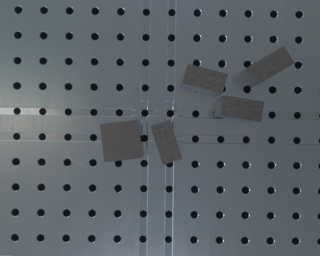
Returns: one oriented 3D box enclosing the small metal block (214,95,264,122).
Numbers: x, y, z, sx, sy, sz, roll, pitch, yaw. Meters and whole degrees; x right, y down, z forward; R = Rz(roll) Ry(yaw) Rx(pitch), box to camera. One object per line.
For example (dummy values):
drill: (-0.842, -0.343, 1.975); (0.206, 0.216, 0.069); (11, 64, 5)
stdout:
small metal block: (0.100, -0.024, 0.401); (0.050, 0.050, 0.025); (9, 90, 0)

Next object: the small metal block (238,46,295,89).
small metal block: (0.136, -0.077, 0.402); (0.050, 0.050, 0.025); (-30, 90, 0)

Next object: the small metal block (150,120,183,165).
small metal block: (0.008, 0.017, 0.401); (0.025, 0.050, 0.050); (-18, 90, 0)

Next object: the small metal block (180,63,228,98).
small metal block: (0.055, -0.060, 0.401); (0.050, 0.050, 0.025); (15, 90, 0)

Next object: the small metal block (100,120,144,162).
small metal block: (-0.050, 0.017, 0.413); (0.050, 0.025, 0.050); (-7, 90, 0)
